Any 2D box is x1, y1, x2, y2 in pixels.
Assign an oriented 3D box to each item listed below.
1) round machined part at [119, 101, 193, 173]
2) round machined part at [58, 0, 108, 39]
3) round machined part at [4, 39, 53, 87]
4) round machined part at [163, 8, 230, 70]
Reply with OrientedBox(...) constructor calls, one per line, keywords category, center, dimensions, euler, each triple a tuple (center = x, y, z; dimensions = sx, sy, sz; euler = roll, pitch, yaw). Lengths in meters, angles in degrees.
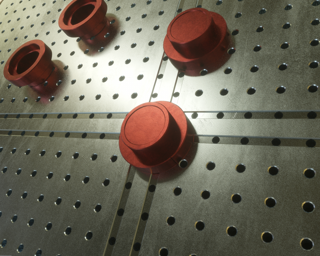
OrientedBox(category="round machined part", center=(-0.011, 0.005, 0.398), dimensions=(0.098, 0.042, 0.098), euler=(-13, 56, 20))
OrientedBox(category="round machined part", center=(-0.143, -0.212, 0.600), dimensions=(0.098, 0.042, 0.098), euler=(-13, 56, 20))
OrientedBox(category="round machined part", center=(-0.247, -0.119, 0.597), dimensions=(0.098, 0.042, 0.098), euler=(-13, 56, 20))
OrientedBox(category="round machined part", center=(0.049, -0.137, 0.454), dimensions=(0.098, 0.042, 0.098), euler=(-13, 56, 20))
